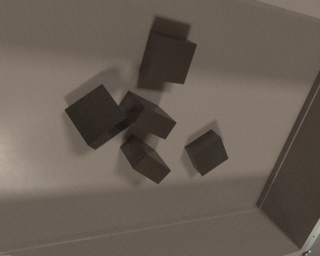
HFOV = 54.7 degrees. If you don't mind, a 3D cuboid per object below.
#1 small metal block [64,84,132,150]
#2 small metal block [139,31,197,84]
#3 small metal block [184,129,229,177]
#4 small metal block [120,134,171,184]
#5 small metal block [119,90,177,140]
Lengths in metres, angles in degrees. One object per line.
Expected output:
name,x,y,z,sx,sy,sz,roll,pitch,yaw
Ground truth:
small metal block,-0.068,-0.012,0.345,0.050,0.050,0.025,-36,163,-5
small metal block,0.009,-0.082,0.364,0.050,0.025,0.050,3,117,-30
small metal block,0.072,0.038,0.474,0.050,0.025,0.050,-33,129,-7
small metal block,-0.019,0.041,0.409,0.025,0.050,0.050,-47,130,4
small metal block,-0.016,-0.016,0.375,0.050,0.050,0.025,25,103,-38
